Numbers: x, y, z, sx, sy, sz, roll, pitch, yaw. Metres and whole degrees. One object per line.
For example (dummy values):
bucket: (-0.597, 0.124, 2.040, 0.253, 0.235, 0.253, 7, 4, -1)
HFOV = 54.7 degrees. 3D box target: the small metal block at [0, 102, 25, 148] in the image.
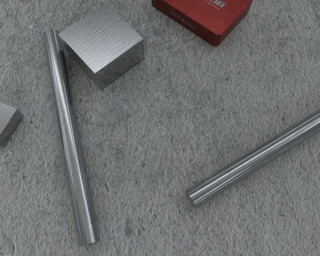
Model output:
small metal block: (-0.219, -0.008, 0.408, 0.050, 0.025, 0.050, 22, 71, 7)

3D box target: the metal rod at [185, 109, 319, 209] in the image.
metal rod: (0.166, 0.015, 0.404, 0.302, 0.025, 0.025, -29, 73, -11)

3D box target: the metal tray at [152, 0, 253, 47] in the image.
metal tray: (0.063, -0.196, 0.478, 0.130, 0.030, 0.090, 37, 74, 12)

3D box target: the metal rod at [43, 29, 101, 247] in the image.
metal rod: (-0.120, -0.002, 0.407, 0.025, 0.025, 0.299, -14, 71, -6)

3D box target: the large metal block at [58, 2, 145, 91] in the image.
large metal block: (-0.079, -0.114, 0.436, 0.080, 0.050, 0.080, -39, 75, -13)
